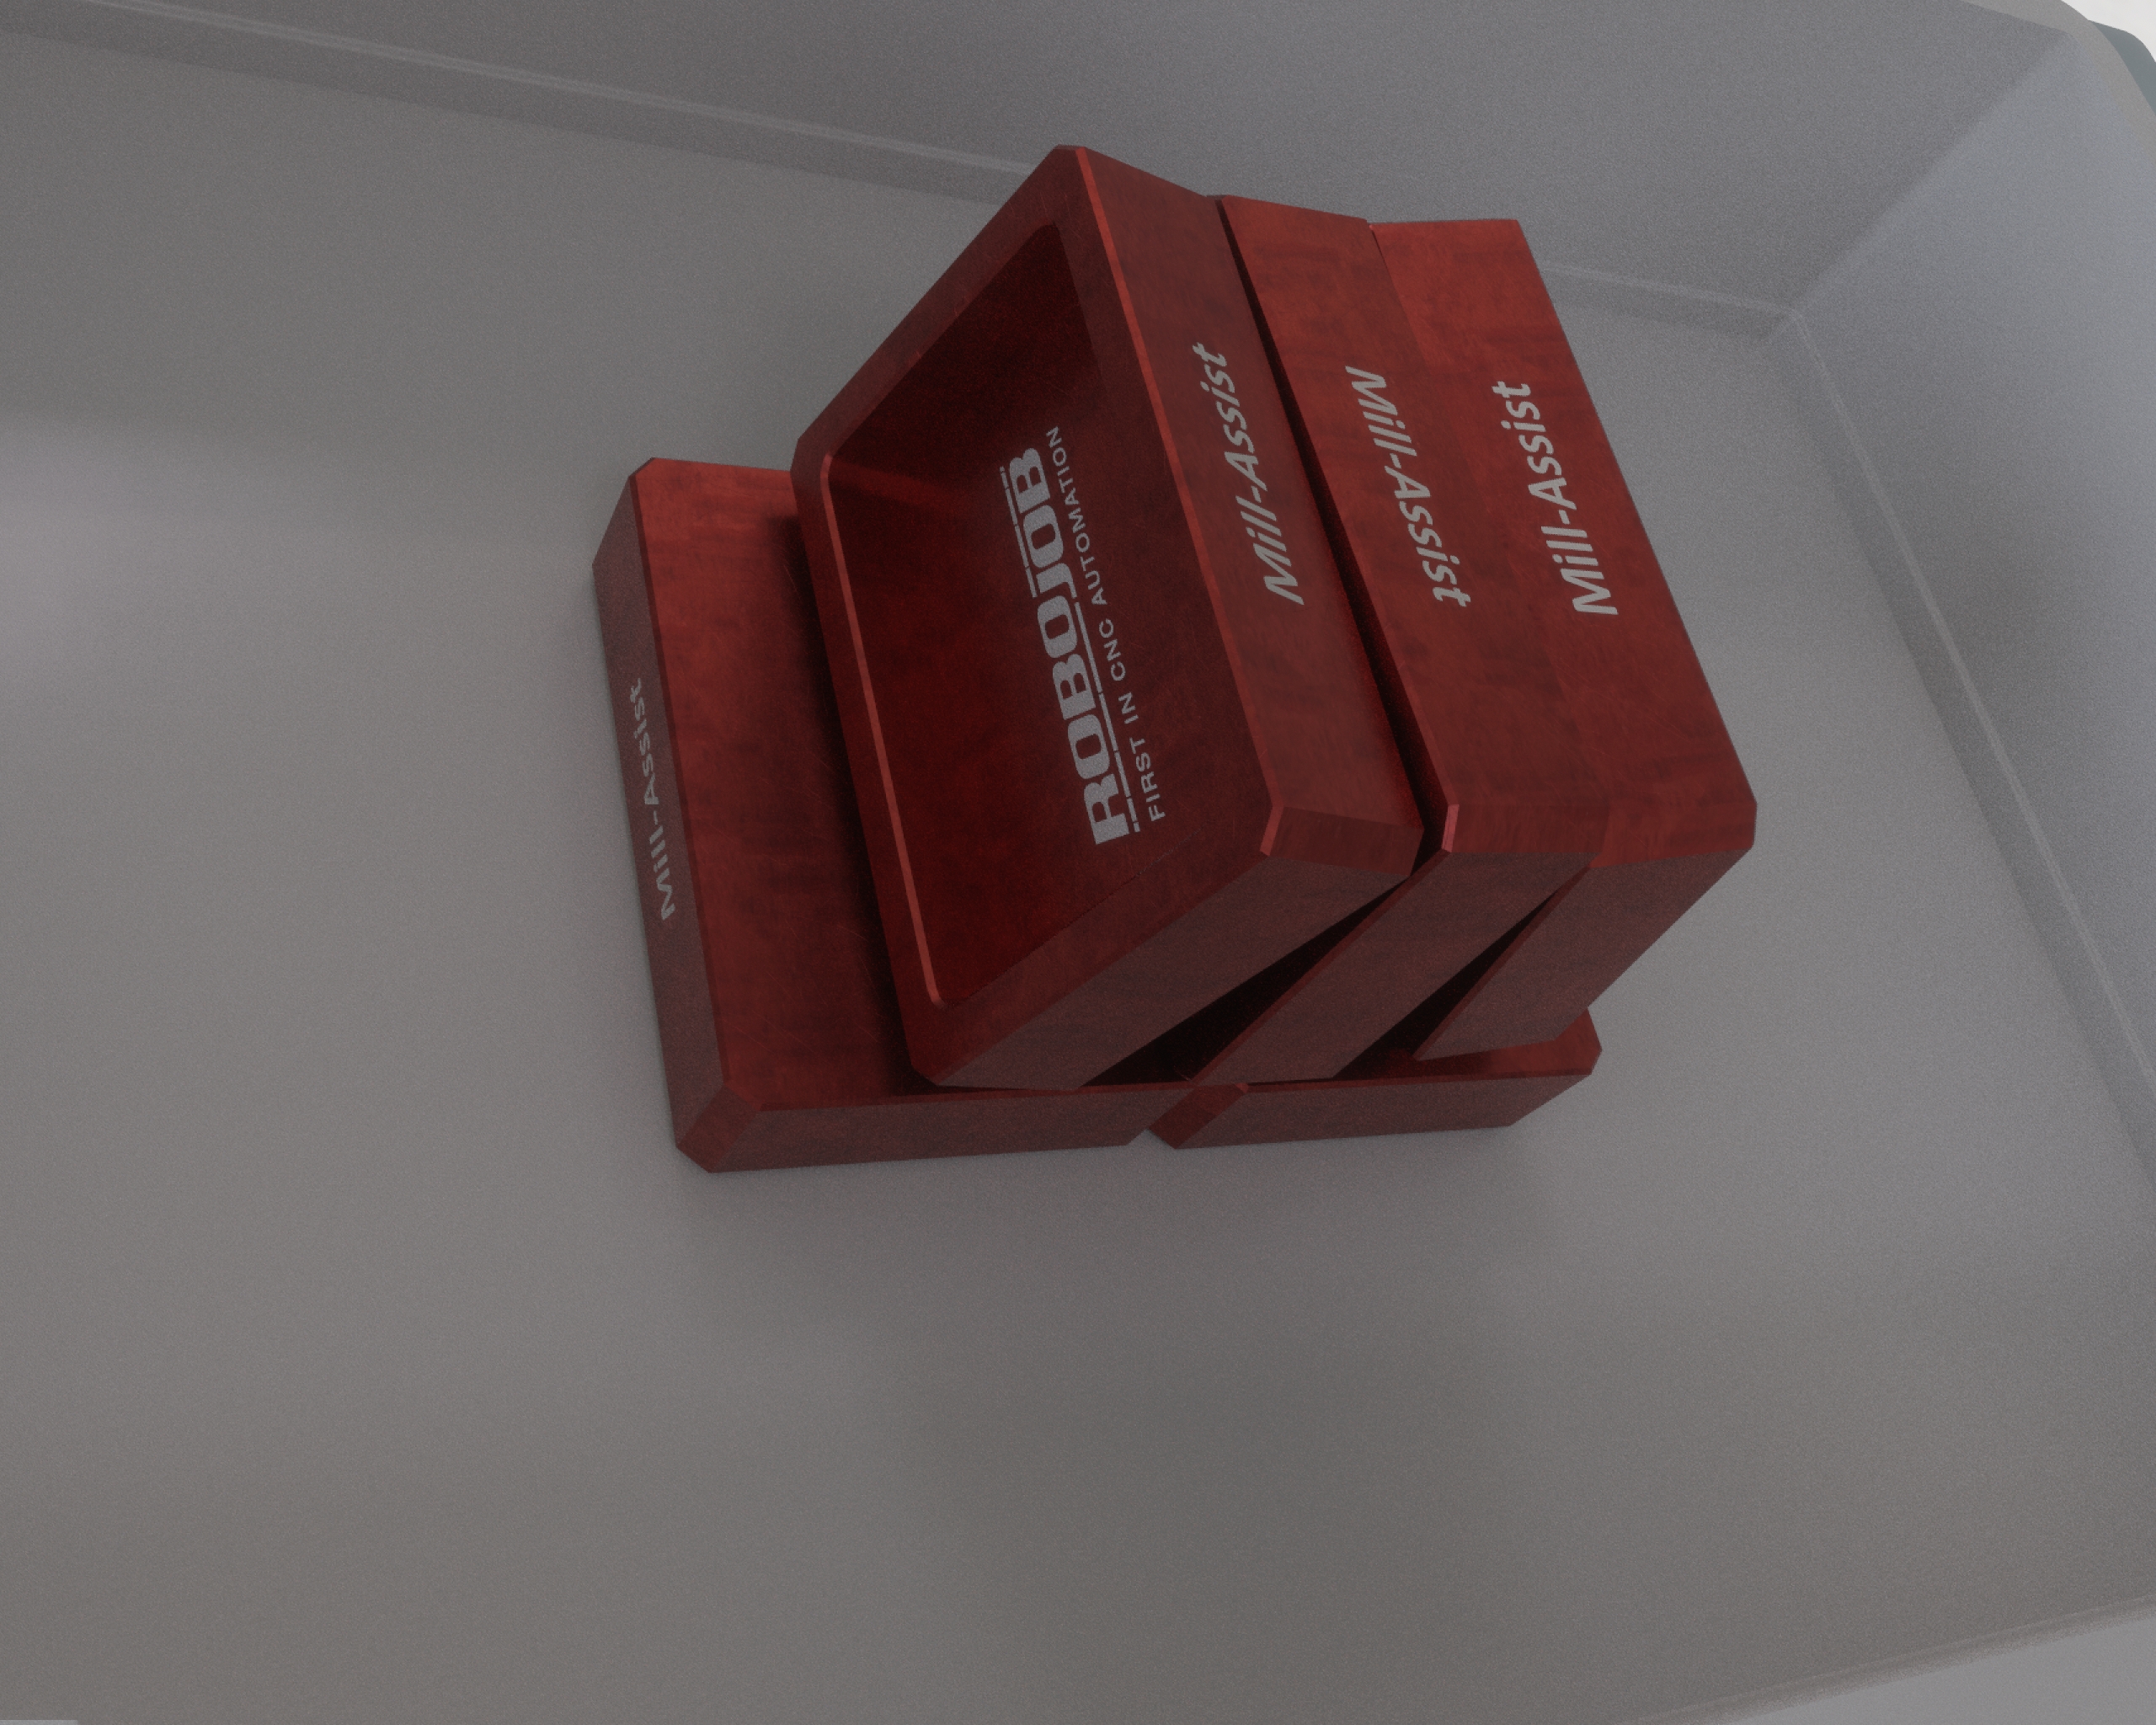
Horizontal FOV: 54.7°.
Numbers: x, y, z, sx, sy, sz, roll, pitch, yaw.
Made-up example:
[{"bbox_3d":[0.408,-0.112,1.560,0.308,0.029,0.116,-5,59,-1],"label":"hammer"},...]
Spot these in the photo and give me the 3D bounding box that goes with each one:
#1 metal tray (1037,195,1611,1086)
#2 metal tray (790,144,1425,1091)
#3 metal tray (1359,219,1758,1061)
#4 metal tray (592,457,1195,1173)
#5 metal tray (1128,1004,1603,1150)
[{"bbox_3d":[0.034,-0.038,0.362,0.030,0.090,0.130,0,60,-28],"label":"metal tray"},{"bbox_3d":[-0.002,-0.038,0.342,0.030,0.090,0.130,8,57,-39],"label":"metal tray"},{"bbox_3d":[0.070,-0.040,0.382,0.030,0.090,0.130,-7,65,-15],"label":"metal tray"},{"bbox_3d":[-0.035,-0.011,0.387,0.091,0.030,0.130,0,62,-28],"label":"metal tray"},{"bbox_3d":[0.046,-0.009,0.430,0.091,0.030,0.130,0,62,-28],"label":"metal tray"}]
